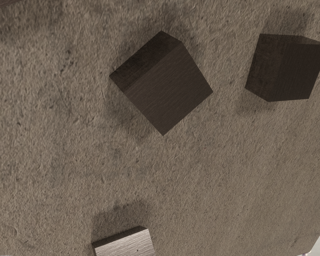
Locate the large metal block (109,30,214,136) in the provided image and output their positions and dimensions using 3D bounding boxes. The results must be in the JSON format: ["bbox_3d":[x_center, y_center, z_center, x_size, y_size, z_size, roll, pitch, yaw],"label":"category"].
[{"bbox_3d":[0.002,-0.051,0.362,0.080,0.050,0.080,-42,130,0],"label":"large metal block"}]

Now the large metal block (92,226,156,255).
[{"bbox_3d":[-0.050,0.201,0.463,0.081,0.050,0.080,-14,83,-21],"label":"large metal block"}]

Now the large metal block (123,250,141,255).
[{"bbox_3d":[-0.042,0.269,0.517,0.050,0.080,0.079,-15,125,-21],"label":"large metal block"}]

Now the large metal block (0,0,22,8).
[{"bbox_3d":[-0.120,-0.144,0.236,0.080,0.050,0.080,-27,128,-12],"label":"large metal block"}]

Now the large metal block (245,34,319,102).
[{"bbox_3d":[0.177,-0.085,0.437,0.081,0.050,0.079,-6,121,-26],"label":"large metal block"}]
